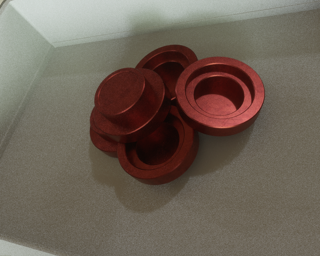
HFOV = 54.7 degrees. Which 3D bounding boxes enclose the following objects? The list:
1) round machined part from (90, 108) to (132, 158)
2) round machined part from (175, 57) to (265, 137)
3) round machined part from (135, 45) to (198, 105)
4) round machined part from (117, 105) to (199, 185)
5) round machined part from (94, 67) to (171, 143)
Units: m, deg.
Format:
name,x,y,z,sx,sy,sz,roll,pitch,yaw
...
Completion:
name,x,y,z,sx,sy,sz,roll,pitch,yaw
round machined part,-0.056,-0.012,0.426,0.098,0.042,0.098,-13,56,20
round machined part,0.068,-0.033,0.363,0.099,0.042,0.098,-2,61,3
round machined part,0.012,-0.063,0.424,0.098,0.042,0.098,-13,56,20
round machined part,0.001,0.023,0.376,0.098,0.042,0.098,-13,56,20
round machined part,-0.040,-0.034,0.377,0.098,0.042,0.098,-13,56,20
